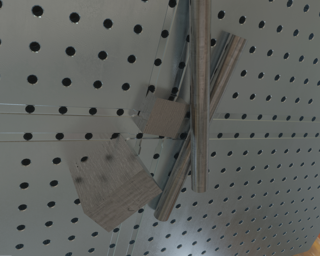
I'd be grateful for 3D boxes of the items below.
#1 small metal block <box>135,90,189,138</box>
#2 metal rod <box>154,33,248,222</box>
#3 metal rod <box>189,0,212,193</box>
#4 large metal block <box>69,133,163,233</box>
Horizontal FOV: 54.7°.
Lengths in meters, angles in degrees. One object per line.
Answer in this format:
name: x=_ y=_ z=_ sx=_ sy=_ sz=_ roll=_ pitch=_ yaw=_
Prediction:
small metal block: x=0.003 y=-0.018 z=0.404 sx=0.050 sy=0.025 sz=0.050 roll=10 pitch=114 yaw=-33
metal rod: x=0.051 y=0.013 z=0.449 sx=0.025 sy=0.025 sz=0.298 roll=7 pitch=115 yaw=-32
metal rod: x=0.050 y=-0.045 z=0.391 sx=0.025 sy=0.025 sz=0.298 roll=-14 pitch=118 yaw=-21
large metal block: x=-0.057 y=0.066 z=0.387 sx=0.080 sy=0.080 sz=0.050 roll=-37 pitch=130 yaw=-4
